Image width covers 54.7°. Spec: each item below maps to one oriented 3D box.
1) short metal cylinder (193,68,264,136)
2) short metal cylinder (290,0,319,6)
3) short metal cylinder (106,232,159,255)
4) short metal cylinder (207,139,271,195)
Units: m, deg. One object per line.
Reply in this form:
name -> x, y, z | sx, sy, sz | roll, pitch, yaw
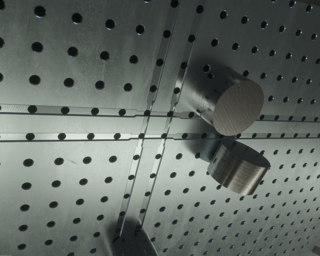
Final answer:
short metal cylinder -> 0.093, -0.036, 0.423 | 0.081, 0.050, 0.079 | -14, 124, -21
short metal cylinder -> 0.165, -0.173, 0.359 | 0.081, 0.080, 0.050 | -3, 120, -27
short metal cylinder -> -0.043, 0.218, 0.507 | 0.081, 0.050, 0.079 | -14, 124, -21
short metal cylinder -> 0.120, 0.058, 0.477 | 0.081, 0.080, 0.050 | 12, 113, -33
